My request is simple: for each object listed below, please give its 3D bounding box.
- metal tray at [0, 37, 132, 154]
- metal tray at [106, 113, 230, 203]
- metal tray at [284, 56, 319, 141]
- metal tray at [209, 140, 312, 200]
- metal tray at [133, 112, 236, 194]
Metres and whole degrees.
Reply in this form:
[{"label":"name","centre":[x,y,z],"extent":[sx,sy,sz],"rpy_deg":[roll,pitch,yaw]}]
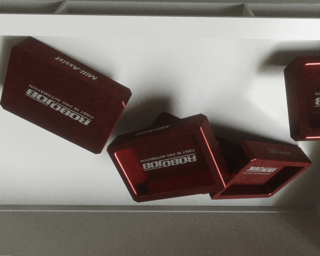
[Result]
[{"label":"metal tray","centre":[-0.110,-0.034,0.359],"extent":[0.131,0.030,0.089],"rpy_deg":[27,126,-7]},{"label":"metal tray","centre":[0.009,0.042,0.385],"extent":[0.130,0.030,0.090],"rpy_deg":[-15,110,28]},{"label":"metal tray","centre":[0.211,-0.033,0.341],"extent":[0.131,0.090,0.030],"rpy_deg":[-2,170,1]},{"label":"metal tray","centre":[0.135,0.061,0.429],"extent":[0.131,0.030,0.089],"rpy_deg":[7,134,-35]},{"label":"metal tray","centre":[0.037,0.040,0.440],"extent":[0.131,0.030,0.089],"rpy_deg":[24,126,-20]}]
